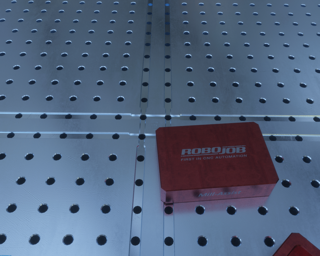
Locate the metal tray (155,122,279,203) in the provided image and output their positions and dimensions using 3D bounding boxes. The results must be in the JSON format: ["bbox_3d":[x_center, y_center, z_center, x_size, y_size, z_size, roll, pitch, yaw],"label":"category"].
[{"bbox_3d":[0.063,0.039,0.373,0.131,0.030,0.090,-3,50,-4],"label":"metal tray"}]

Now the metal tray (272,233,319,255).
[{"bbox_3d":[0.143,0.168,0.264,0.091,0.030,0.130,-35,59,-26],"label":"metal tray"}]
